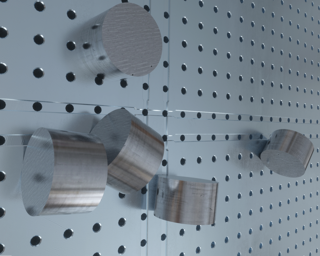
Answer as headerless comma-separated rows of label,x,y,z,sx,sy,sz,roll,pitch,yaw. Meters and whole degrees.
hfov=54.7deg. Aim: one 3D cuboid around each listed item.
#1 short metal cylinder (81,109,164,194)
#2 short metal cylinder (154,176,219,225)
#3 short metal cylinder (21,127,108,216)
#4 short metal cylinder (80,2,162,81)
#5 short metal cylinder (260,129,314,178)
short metal cylinder,-0.042,0.026,0.340,0.050,0.080,0.080,38,67,-34
short metal cylinder,0.034,0.092,0.405,0.081,0.080,0.050,10,84,-40
short metal cylinder,-0.093,0.042,0.297,0.050,0.080,0.080,10,84,-40
short metal cylinder,-0.044,-0.096,0.357,0.081,0.050,0.079,0,90,-40
short metal cylinder,0.236,0.047,0.575,0.080,0.080,0.050,52,60,-28
